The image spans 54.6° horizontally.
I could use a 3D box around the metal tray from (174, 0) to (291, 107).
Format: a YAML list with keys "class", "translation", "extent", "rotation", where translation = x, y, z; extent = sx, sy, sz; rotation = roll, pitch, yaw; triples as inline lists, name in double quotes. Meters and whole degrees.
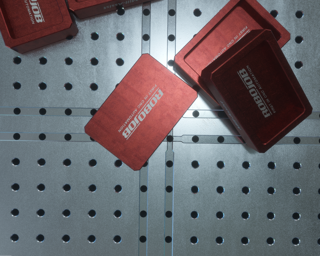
- class: "metal tray"
  translation: [0.093, -0.103, 0.411]
  extent: [0.090, 0.030, 0.130]
  rotation: [45, 90, 0]

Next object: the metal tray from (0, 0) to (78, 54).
- class: "metal tray"
  translation: [-0.174, -0.176, 0.409]
  extent: [0.090, 0.030, 0.129]
  rotation: [-19, 90, 0]

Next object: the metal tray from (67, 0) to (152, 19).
- class: "metal tray"
  translation: [-0.063, -0.208, 0.410]
  extent: [0.131, 0.030, 0.090]
  rotation: [-15, 90, 0]

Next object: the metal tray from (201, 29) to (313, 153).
- class: "metal tray"
  translation: [0.123, -0.044, 0.386]
  extent: [0.090, 0.030, 0.130]
  rotation: [-40, 112, -2]

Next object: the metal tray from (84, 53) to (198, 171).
- class: "metal tray"
  translation: [-0.024, -0.021, 0.411]
  extent: [0.090, 0.030, 0.130]
  rotation: [38, 90, 0]
